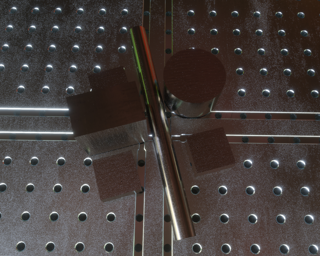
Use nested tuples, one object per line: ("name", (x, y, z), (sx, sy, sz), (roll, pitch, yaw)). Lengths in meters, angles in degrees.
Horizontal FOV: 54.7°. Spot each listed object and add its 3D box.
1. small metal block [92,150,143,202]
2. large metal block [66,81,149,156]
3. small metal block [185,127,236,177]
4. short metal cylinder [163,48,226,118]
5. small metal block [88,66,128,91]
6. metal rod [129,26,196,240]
("small metal block", (-0.053, 0.061, 0.389), (0.050, 0.025, 0.050), (-15, 71, -6))
("large metal block", (-0.061, -0.009, 0.383), (0.081, 0.080, 0.050), (-15, 71, -6))
("small metal block", (0.064, 0.031, 0.401), (0.050, 0.025, 0.050), (-14, 71, -6))
("short metal cylinder", (0.044, -0.060, 0.420), (0.081, 0.050, 0.080), (0, 70, 0))
("small metal block", (-0.068, -0.053, 0.430), (0.050, 0.025, 0.050), (-16, 71, -6))
("metal rod", (-0.002, -0.008, 0.414), (0.025, 0.025, 0.299), (-12, 70, -5))
